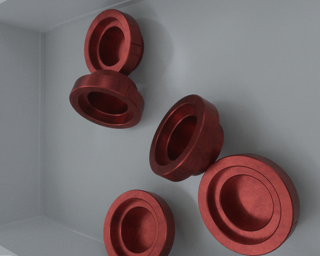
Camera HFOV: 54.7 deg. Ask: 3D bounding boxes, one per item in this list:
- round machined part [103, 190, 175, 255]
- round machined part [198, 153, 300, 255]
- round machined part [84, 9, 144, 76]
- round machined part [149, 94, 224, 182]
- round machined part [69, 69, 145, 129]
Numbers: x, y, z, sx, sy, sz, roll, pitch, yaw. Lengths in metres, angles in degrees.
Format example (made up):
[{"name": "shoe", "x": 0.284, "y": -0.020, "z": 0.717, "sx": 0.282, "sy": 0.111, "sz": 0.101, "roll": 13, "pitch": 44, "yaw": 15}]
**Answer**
[{"name": "round machined part", "x": -0.022, "y": 0.131, "z": 0.401, "sx": 0.098, "sy": 0.042, "sz": 0.098, "roll": -12, "pitch": 67, "yaw": 30}, {"name": "round machined part", "x": 0.092, "y": 0.074, "z": 0.318, "sx": 0.098, "sy": 0.042, "sz": 0.097, "roll": 1, "pitch": 91, "yaw": 38}, {"name": "round machined part", "x": -0.061, "y": -0.115, "z": 0.444, "sx": 0.098, "sy": 0.042, "sz": 0.097, "roll": 0, "pitch": 90, "yaw": 39}, {"name": "round machined part", "x": 0.033, "y": 0.015, "z": 0.348, "sx": 0.098, "sy": 0.042, "sz": 0.098, "roll": -45, "pitch": 29, "yaw": 34}, {"name": "round machined part", "x": -0.069, "y": -0.042, "z": 0.424, "sx": 0.098, "sy": 0.098, "sz": 0.042, "roll": -14, "pitch": 50, "yaw": 39}]
